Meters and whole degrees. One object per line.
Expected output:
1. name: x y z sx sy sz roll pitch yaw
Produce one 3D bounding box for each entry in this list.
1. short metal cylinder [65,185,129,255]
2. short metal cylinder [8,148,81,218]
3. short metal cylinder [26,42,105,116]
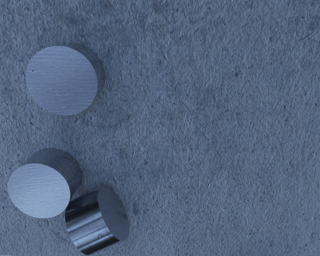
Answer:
1. short metal cylinder: -0.084 0.126 0.426 0.050 0.080 0.080 -27 108 9
2. short metal cylinder: -0.154 0.074 0.420 0.080 0.050 0.079 1 109 2
3. short metal cylinder: -0.111 -0.061 0.373 0.081 0.050 0.079 0 110 0
